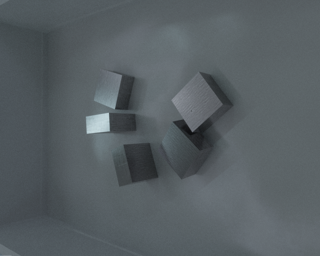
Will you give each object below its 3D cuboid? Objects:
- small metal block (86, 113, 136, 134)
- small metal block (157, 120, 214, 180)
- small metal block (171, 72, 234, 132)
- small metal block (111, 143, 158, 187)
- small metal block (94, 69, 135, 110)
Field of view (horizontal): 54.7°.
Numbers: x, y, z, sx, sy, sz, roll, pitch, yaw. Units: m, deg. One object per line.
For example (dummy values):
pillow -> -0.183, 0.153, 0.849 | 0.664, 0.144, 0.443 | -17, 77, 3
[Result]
small metal block -> -0.071, -0.006, 0.449 | 0.050, 0.050, 0.025 | -6, 86, 40
small metal block -> 0.030, 0.025, 0.376 | 0.050, 0.025, 0.050 | 48, 130, 29
small metal block -> 0.049, -0.030, 0.366 | 0.050, 0.025, 0.050 | -45, 63, 30
small metal block -> -0.034, 0.049, 0.419 | 0.025, 0.050, 0.050 | -24, 75, 37
small metal block -> -0.069, -0.058, 0.464 | 0.050, 0.025, 0.050 | 22, 104, 37
